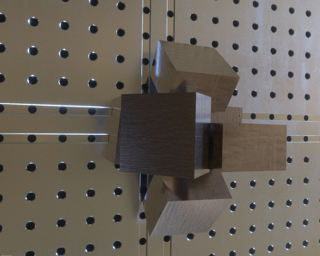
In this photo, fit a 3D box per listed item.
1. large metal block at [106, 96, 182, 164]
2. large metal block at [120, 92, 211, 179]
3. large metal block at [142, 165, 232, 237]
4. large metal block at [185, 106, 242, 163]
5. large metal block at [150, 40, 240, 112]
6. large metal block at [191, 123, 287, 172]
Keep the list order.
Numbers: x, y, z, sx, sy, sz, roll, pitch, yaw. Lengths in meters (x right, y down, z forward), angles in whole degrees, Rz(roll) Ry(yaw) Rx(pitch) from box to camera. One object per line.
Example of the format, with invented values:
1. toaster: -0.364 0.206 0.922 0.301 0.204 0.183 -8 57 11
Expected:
1. large metal block: -0.019 0.006 0.393 0.081 0.050 0.080 7 88 -20
2. large metal block: 0.007 0.006 0.324 0.080 0.050 0.080 1 90 25
3. large metal block: 0.030 0.091 0.388 0.081 0.050 0.079 2 134 -20
4. large metal block: 0.062 0.010 0.421 0.081 0.050 0.080 3 89 -20
5. large metal block: 0.040 -0.066 0.390 0.081 0.080 0.050 2 128 -20
6. large metal block: 0.087 0.020 0.362 0.081 0.080 0.050 2 89 -20
